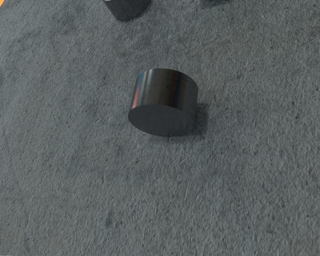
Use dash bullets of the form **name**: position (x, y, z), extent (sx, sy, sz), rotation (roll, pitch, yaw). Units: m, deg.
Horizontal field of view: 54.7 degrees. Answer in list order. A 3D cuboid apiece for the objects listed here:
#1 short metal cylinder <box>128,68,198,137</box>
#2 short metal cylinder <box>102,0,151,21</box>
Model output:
- **short metal cylinder**: position (0.005, -0.029, 0.384), extent (0.080, 0.080, 0.050), rotation (-5, 60, 26)
- **short metal cylinder**: position (-0.064, -0.245, 0.572), extent (0.080, 0.050, 0.080), rotation (-13, 56, 21)
